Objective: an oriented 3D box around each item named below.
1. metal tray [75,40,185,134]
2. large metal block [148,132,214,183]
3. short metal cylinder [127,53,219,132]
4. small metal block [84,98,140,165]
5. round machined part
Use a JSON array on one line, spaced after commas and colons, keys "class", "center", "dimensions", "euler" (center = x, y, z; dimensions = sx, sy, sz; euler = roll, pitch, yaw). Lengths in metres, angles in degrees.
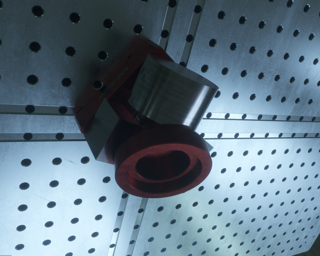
[{"class": "metal tray", "center": [-0.026, -0.029, 0.378], "dimensions": [0.130, 0.030, 0.090], "euler": [-47, 130, 4]}, {"class": "large metal block", "center": [0.019, 0.033, 0.404], "dimensions": [0.080, 0.050, 0.080], "euler": [-47, 160, 4]}, {"class": "short metal cylinder", "center": [0.013, -0.037, 0.322], "dimensions": [0.081, 0.080, 0.050], "euler": [14, 111, -34]}, {"class": "small metal block", "center": [-0.052, 0.003, 0.329], "dimensions": [0.025, 0.050, 0.050], "euler": [21, 107, -36]}, {"class": "round machined part", "center": [0.001, 0.030, 0.324], "dimensions": [0.099, 0.042, 0.097], "euler": [-6, 138, -5]}]
